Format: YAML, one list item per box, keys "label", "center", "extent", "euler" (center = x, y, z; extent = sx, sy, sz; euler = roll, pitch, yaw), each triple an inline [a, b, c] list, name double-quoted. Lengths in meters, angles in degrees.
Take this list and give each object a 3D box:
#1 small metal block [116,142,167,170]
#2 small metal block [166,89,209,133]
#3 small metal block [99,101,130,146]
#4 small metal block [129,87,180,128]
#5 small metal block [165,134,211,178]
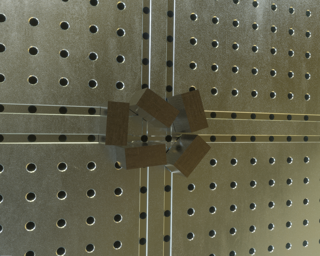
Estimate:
- label: "small metal block"
  center: [-0.025, 0.034, 0.390]
  extent: [0.050, 0.050, 0.025]
  euler: [-5, 92, -20]
- label: "small metal block"
  center: [0.035, -0.021, 0.411]
  extent: [0.025, 0.050, 0.050]
  euler: [-17, 95, -19]
- label: "small metal block"
  center: [-0.057, -0.005, 0.378]
  extent: [0.025, 0.050, 0.050]
  euler: [4, 89, -20]
- label: "small metal block"
  center: [-0.010, -0.024, 0.395]
  extent: [0.050, 0.050, 0.025]
  euler: [35, 80, -17]
- label: "small metal block"
  center: [0.033, 0.035, 0.410]
  extent: [0.025, 0.050, 0.050]
  euler: [44, 76, -14]
